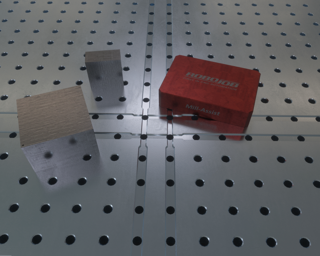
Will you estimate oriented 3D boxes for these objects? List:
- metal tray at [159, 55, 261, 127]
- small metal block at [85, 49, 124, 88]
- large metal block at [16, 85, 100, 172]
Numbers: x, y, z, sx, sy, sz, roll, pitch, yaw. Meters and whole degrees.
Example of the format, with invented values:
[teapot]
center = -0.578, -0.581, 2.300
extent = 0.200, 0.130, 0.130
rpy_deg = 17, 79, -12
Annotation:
[metal tray]
center = 0.073, -0.058, 0.453
extent = 0.131, 0.030, 0.090
rpy_deg = 15, 51, 12
[small metal block]
center = -0.082, -0.088, 0.465
extent = 0.050, 0.050, 0.025
rpy_deg = -6, 51, -5
[large metal block]
center = -0.128, -0.001, 0.392
extent = 0.081, 0.050, 0.080
rpy_deg = -15, 52, -13
